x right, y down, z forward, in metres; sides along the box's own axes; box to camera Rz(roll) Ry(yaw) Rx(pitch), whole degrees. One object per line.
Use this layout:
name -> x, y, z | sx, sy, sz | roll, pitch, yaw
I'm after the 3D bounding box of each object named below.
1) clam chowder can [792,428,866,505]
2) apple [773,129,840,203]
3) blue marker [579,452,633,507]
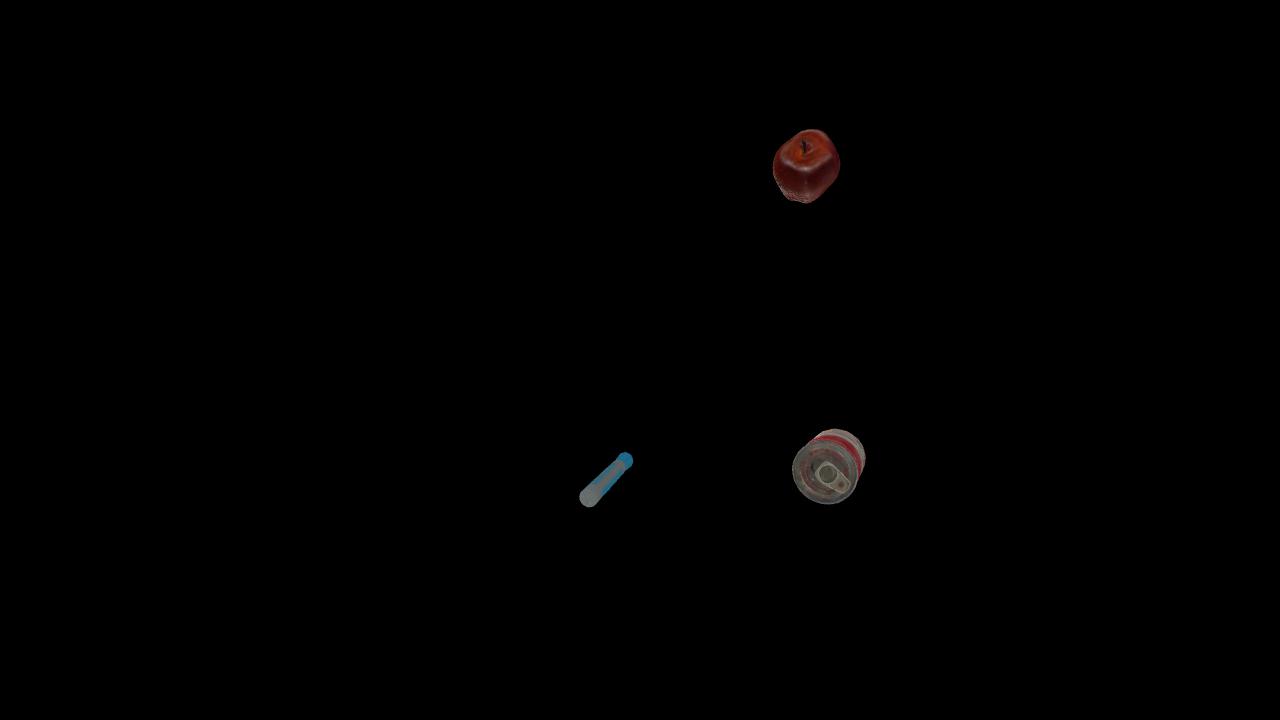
clam chowder can -> 0.214, 0.116, 0.689 | 0.068, 0.068, 0.102 | 0, 2, 25
apple -> 0.200, -0.232, 0.740 | 0.079, 0.079, 0.093 | 0, -19, 15
blue marker -> -0.032, 0.123, 0.650 | 0.020, 0.020, 0.121 | 0, 10, 18
